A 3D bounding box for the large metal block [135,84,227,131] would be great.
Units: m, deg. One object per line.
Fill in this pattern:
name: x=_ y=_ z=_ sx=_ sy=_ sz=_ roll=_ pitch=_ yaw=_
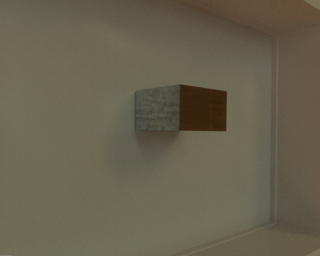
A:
large metal block: x=0.026 y=-0.022 z=0.388 sx=0.081 sy=0.080 sz=0.050 roll=1 pitch=90 yaw=-40
